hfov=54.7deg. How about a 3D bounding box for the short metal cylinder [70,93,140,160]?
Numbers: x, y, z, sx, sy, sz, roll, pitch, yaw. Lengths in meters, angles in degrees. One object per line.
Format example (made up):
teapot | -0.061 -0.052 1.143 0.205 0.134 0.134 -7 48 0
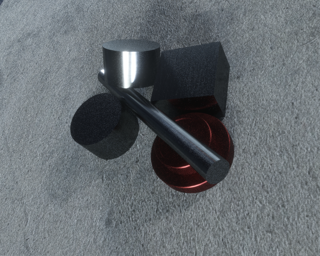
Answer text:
short metal cylinder | -0.076 -0.002 0.431 0.080 0.050 0.080 -13 56 21

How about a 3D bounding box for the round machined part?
round machined part | 0.033 0.023 0.362 0.098 0.042 0.098 -13 56 21

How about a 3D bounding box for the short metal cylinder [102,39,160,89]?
short metal cylinder | -0.040 -0.094 0.444 0.081 0.050 0.080 1 27 0

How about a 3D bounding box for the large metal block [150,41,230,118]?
large metal block | 0.042 -0.058 0.401 0.080 0.050 0.080 -3 60 26

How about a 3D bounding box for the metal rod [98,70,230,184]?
metal rod | -0.019 -0.023 0.386 0.025 0.025 0.300 -45 38 -3
